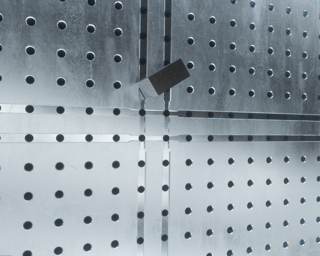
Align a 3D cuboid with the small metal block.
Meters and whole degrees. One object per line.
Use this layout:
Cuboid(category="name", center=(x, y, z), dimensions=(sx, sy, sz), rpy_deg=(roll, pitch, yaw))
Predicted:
Cuboid(category="small metal block", center=(0.003, -0.063, 0.401), dimensions=(0.050, 0.050, 0.025), rpy_deg=(-34, 101, -17))
